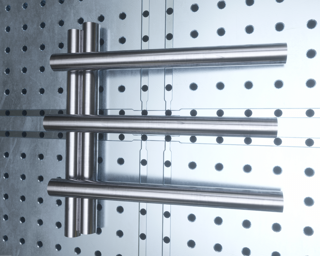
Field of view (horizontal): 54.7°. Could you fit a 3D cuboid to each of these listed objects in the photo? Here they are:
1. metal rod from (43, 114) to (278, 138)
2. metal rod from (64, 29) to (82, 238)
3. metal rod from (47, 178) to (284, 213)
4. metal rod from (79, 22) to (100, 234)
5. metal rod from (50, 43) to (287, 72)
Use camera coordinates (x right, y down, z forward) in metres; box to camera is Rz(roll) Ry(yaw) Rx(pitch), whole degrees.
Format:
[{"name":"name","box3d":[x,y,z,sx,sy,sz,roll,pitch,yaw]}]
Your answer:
[{"name":"metal rod","box3d":[-0.010,-0.004,0.399,0.301,0.025,0.025,1,91,13]},{"name":"metal rod","box3d":[-0.125,0.008,0.454,0.025,0.025,0.298,1,90,19]},{"name":"metal rod","box3d":[-0.003,0.085,0.397,0.301,0.025,0.025,1,90,13]},{"name":"metal rod","box3d":[-0.101,0.000,0.446,0.025,0.025,0.298,1,90,19]},{"name":"metal rod","box3d":[0.000,-0.089,0.396,0.301,0.025,0.025,1,90,13]}]
